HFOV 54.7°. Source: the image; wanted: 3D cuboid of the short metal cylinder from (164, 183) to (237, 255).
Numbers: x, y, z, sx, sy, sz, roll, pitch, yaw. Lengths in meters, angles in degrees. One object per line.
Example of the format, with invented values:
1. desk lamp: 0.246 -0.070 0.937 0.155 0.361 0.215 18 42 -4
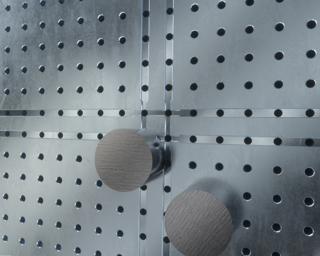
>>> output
1. short metal cylinder: 0.051 0.112 0.381 0.080 0.050 0.079 0 90 19

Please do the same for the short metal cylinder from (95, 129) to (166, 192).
1. short metal cylinder: -0.039 0.040 0.412 0.080 0.050 0.079 0 90 19
